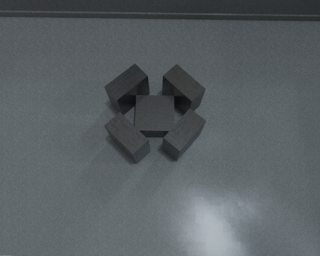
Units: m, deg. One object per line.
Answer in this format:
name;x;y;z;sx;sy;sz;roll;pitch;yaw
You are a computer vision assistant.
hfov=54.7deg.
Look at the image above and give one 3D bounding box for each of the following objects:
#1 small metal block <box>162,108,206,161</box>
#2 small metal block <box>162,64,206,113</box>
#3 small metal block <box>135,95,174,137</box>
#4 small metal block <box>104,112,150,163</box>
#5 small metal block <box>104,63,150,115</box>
small metal block;0.029;0.010;0.390;0.025;0.050;0.050;39;74;12
small metal block;0.030;-0.049;0.412;0.025;0.050;0.050;-43;77;-15
small metal block;-0.007;-0.016;0.413;0.050;0.025;0.050;1;70;0
small metal block;-0.040;0.014;0.389;0.025;0.050;0.050;-43;76;-13
small metal block;-0.042;-0.050;0.412;0.050;0.050;0.025;-40;74;-13
